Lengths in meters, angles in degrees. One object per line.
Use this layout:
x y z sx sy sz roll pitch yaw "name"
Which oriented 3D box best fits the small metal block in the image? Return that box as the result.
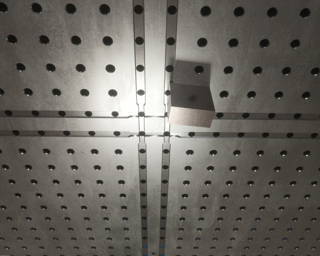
0.035 -0.028 0.372 0.050 0.050 0.025 6 130 -6 "small metal block"
